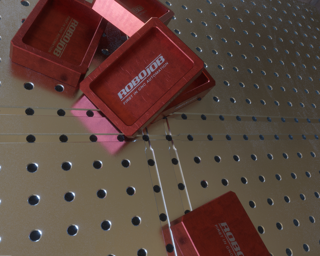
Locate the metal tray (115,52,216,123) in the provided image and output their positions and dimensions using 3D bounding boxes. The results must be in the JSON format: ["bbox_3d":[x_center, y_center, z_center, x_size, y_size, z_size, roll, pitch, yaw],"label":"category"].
[{"bbox_3d":[0.011,-0.072,0.456,0.131,0.030,0.090,-29,78,-38],"label":"metal tray"}]

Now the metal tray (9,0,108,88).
[{"bbox_3d":[-0.127,-0.125,0.413,0.091,0.030,0.130,22,53,-15],"label":"metal tray"}]

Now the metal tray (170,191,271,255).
[{"bbox_3d":[0.080,0.149,0.359,0.091,0.030,0.130,-17,71,-35],"label":"metal tray"}]

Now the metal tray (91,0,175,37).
[{"bbox_3d":[-0.035,-0.179,0.470,0.090,0.030,0.130,36,33,-5],"label":"metal tray"}]

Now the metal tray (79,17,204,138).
[{"bbox_3d":[-0.021,-0.062,0.387,0.130,0.030,0.090,-44,85,-5],"label":"metal tray"}]
